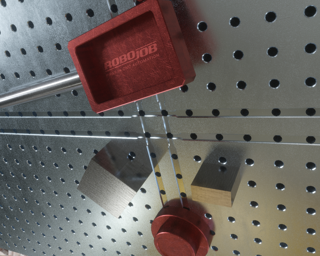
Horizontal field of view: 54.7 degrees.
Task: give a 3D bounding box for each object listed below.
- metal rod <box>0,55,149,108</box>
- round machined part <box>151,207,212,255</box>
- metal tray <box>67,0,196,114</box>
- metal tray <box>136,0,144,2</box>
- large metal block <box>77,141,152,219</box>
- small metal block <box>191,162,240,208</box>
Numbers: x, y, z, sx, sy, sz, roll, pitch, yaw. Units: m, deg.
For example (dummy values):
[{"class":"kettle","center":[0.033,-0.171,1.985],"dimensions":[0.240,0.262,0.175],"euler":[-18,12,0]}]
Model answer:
[{"class":"metal rod","center":[-0.136,-0.064,0.441],"dimensions":[0.300,0.025,0.025],"euler":[-8,114,31]},{"class":"round machined part","center":[0.030,0.177,0.493],"dimensions":[0.098,0.042,0.097],"euler":[13,124,20]},{"class":"metal tray","center":[-0.035,-0.075,0.346],"dimensions":[0.130,0.030,0.090],"euler":[-14,100,32]},{"class":"metal tray","center":[-0.053,-0.197,0.312],"dimensions":[0.130,0.030,0.089],"euler":[29,128,9]},{"class":"large metal block","center":[-0.072,0.081,0.481],"dimensions":[0.080,0.050,0.079],"euler":[36,129,4]},{"class":"small metal block","center":[0.073,0.072,0.400],"dimensions":[0.050,0.050,0.025],"euler":[5,121,25]}]
